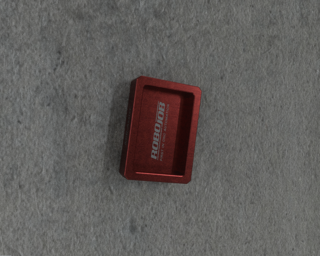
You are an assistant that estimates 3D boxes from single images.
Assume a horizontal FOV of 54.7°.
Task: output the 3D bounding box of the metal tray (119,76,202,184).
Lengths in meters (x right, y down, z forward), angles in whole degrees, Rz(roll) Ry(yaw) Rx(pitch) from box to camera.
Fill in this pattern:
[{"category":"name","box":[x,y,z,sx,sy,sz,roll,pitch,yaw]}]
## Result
[{"category":"metal tray","box":[0.001,0.004,0.407,0.091,0.030,0.129,8,87,-20]}]
